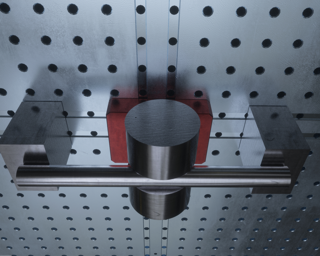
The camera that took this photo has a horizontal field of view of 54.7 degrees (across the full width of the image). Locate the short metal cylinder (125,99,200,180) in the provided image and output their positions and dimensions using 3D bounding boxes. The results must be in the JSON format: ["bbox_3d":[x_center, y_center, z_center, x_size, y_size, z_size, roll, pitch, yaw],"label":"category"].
[{"bbox_3d":[0.002,0.011,0.346,0.081,0.080,0.050,1,130,-1],"label":"short metal cylinder"}]

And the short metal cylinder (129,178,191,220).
[{"bbox_3d":[0.000,0.068,0.394,0.081,0.080,0.050,1,130,-1],"label":"short metal cylinder"}]

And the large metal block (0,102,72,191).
[{"bbox_3d":[-0.152,0.022,0.391,0.050,0.080,0.079,1,130,-1],"label":"large metal block"}]

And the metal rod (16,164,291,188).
[{"bbox_3d":[-0.006,0.055,0.352,0.302,0.025,0.025,0,130,-1],"label":"metal rod"}]

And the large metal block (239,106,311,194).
[{"bbox_3d":[0.141,0.028,0.399,0.050,0.080,0.079,1,130,-1],"label":"large metal block"}]

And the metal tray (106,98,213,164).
[{"bbox_3d":[-0.001,0.006,0.413,0.131,0.030,0.089,1,130,-1],"label":"metal tray"}]
